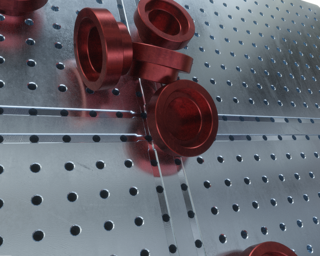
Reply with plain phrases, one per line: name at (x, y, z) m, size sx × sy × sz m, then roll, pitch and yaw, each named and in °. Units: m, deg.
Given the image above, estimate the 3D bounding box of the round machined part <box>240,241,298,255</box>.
round machined part at (0.123, 0.183, 0.351) m, size 0.099 × 0.042 × 0.098 m, roll 13°, pitch 56°, yaw -21°

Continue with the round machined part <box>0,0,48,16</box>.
round machined part at (-0.196, -0.187, 0.405) m, size 0.099 × 0.042 × 0.098 m, roll 13°, pitch 56°, yaw -21°

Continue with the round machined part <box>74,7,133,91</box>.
round machined part at (-0.068, -0.097, 0.384) m, size 0.042 × 0.098 × 0.098 m, roll -13°, pitch 69°, yaw -33°

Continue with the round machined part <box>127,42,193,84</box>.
round machined part at (-0.007, -0.084, 0.422) m, size 0.099 × 0.098 × 0.042 m, roll 9°, pitch 99°, yaw -23°

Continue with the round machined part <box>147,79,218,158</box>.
round machined part at (0.025, -0.010, 0.403) m, size 0.099 × 0.042 × 0.098 m, roll 5°, pitch 81°, yaw -32°

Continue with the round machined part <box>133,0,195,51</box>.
round machined part at (0.003, -0.162, 0.497) m, size 0.099 × 0.042 × 0.098 m, roll 13°, pitch 56°, yaw -21°
